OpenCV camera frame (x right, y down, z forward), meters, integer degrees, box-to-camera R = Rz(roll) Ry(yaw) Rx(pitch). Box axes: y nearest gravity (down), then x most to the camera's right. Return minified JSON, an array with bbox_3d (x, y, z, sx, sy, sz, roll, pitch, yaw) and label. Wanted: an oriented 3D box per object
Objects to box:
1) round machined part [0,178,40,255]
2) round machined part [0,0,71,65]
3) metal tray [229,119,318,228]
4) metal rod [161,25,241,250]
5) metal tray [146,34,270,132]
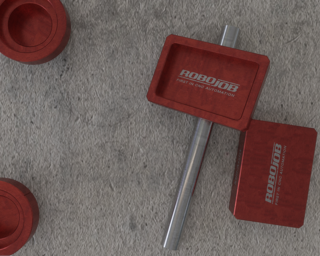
[{"bbox_3d":[-0.205,0.112,0.400,0.099,0.042,0.097,0,90,0],"label":"round machined part"},{"bbox_3d":[-0.164,-0.130,0.400,0.099,0.042,0.097,0,90,0],"label":"round machined part"},{"bbox_3d":[0.147,0.058,0.409,0.091,0.030,0.129,9,90,0],"label":"metal tray"},{"bbox_3d":[0.054,0.013,0.410,0.025,0.025,0.298,16,90,0],"label":"metal rod"},{"bbox_3d":[0.058,-0.057,0.385,0.130,0.030,0.090,19,91,20],"label":"metal tray"}]
